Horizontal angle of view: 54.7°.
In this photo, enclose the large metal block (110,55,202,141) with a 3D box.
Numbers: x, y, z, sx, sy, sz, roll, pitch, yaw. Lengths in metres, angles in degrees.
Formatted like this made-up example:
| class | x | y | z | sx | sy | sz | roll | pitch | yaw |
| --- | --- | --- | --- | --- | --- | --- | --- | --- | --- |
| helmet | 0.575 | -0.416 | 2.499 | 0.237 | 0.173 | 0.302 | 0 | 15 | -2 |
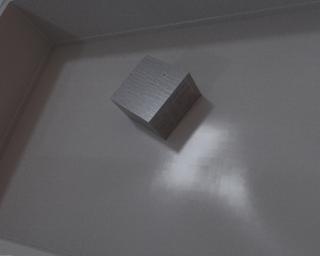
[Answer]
| class | x | y | z | sx | sy | sz | roll | pitch | yaw |
| --- | --- | --- | --- | --- | --- | --- | --- | --- | --- |
| large metal block | -0.006 | -0.043 | 0.417 | 0.080 | 0.050 | 0.080 | 31 | 79 | 37 |
